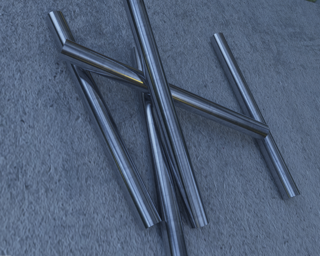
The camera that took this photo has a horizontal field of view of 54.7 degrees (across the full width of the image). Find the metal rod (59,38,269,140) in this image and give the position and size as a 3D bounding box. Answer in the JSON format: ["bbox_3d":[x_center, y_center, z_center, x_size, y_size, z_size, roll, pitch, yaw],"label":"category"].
[{"bbox_3d":[0.021,-0.043,0.409,0.302,0.025,0.025,20,54,-21],"label":"metal rod"}]

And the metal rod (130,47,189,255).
[{"bbox_3d":[-0.005,0.019,0.389,0.025,0.025,0.299,3,60,-27],"label":"metal rod"}]

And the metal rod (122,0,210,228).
[{"bbox_3d":[0.004,-0.031,0.369,0.025,0.025,0.298,-14,86,-34],"label":"metal rod"}]

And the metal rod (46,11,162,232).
[{"bbox_3d":[-0.075,-0.022,0.376,0.025,0.025,0.299,-16,70,-34],"label":"metal rod"}]

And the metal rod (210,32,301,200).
[{"bbox_3d":[0.146,-0.032,0.501,0.025,0.025,0.299,-5,64,-30],"label":"metal rod"}]
